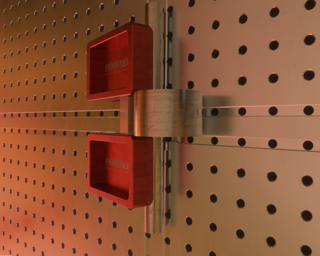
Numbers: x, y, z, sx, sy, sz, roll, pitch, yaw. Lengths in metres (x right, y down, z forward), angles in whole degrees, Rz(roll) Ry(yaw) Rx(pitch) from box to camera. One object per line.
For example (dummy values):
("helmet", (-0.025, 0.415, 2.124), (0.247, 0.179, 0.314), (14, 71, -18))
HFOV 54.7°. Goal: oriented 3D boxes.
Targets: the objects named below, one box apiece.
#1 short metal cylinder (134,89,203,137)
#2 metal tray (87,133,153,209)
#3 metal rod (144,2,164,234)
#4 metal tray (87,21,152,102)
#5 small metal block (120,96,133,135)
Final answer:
("short metal cylinder", (0.010, -0.016, 0.361), (0.080, 0.081, 0.050), (0, 90, 40))
("metal tray", (-0.060, 0.053, 0.433), (0.130, 0.030, 0.089), (1, 91, 52))
("metal rod", (-0.008, -0.013, 0.410), (0.025, 0.025, 0.298), (0, 90, 40))
("metal tray", (-0.061, -0.086, 0.434), (0.130, 0.030, 0.089), (0, 90, 52))
("small metal block", (-0.037, -0.016, 0.421), (0.050, 0.025, 0.050), (-177, 88, -71))
